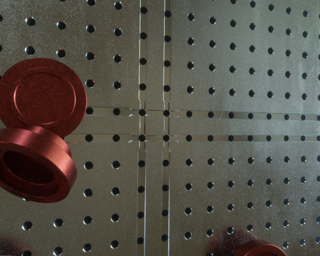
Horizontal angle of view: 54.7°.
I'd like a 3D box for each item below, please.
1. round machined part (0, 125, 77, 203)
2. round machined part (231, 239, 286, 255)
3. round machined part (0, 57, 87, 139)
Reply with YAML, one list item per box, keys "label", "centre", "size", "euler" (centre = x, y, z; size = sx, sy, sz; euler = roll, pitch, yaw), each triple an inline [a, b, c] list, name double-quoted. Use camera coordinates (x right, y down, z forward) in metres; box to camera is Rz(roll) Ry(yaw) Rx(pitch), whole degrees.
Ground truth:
- label: "round machined part"
  centre: [-0.136, 0.035, 0.334]
  size: [0.098, 0.098, 0.042]
  euler: [35, 41, -17]
- label: "round machined part"
  centre: [0.139, 0.213, 0.457]
  size: [0.099, 0.042, 0.097]
  euler: [0, 90, -21]
- label: "round machined part"
  centre: [-0.134, -0.032, 0.355]
  size: [0.099, 0.042, 0.097]
  euler: [0, 90, -21]
